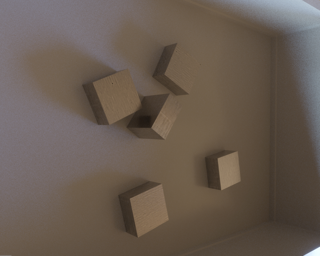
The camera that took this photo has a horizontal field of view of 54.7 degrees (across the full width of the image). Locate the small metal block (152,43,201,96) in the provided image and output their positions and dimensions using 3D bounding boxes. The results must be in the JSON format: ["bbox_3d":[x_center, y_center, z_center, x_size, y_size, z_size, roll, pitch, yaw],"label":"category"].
[{"bbox_3d":[0.024,-0.079,0.426,0.050,0.025,0.050,33,69,-35],"label":"small metal block"}]

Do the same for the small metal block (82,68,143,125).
[{"bbox_3d":[-0.054,-0.036,0.361,0.050,0.025,0.050,-31,109,-36],"label":"small metal block"}]

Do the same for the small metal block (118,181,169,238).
[{"bbox_3d":[-0.020,0.101,0.390,0.050,0.025,0.050,-18,101,-39],"label":"small metal block"}]

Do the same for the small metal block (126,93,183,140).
[{"bbox_3d":[-0.007,-0.014,0.384,0.025,0.050,0.050,42,65,-32],"label":"small metal block"}]

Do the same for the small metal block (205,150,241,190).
[{"bbox_3d":[0.100,0.066,0.491,0.050,0.025,0.050,-13,98,-39],"label":"small metal block"}]
